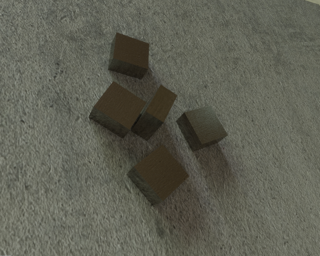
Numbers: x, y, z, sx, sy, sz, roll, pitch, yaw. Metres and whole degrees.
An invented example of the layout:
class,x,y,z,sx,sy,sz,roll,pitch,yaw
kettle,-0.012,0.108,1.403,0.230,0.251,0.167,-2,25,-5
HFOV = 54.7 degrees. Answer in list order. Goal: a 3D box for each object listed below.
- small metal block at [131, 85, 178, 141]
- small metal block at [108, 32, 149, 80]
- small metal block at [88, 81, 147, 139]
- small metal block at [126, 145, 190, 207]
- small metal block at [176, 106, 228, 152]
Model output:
class,x,y,z,sx,sy,sz,roll,pitch,yaw
small metal block,-0.008,-0.019,0.395,0.025,0.050,0.050,33,52,-7
small metal block,-0.044,-0.103,0.442,0.050,0.025,0.050,14,56,-20
small metal block,-0.053,-0.023,0.389,0.050,0.025,0.050,33,51,-7
small metal block,-0.002,0.056,0.368,0.050,0.025,0.050,49,51,6
small metal block,0.059,0.000,0.435,0.050,0.025,0.050,-16,70,-34
